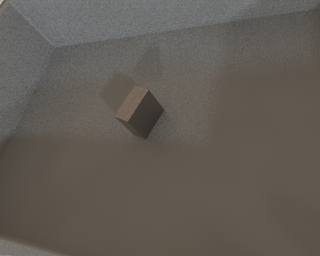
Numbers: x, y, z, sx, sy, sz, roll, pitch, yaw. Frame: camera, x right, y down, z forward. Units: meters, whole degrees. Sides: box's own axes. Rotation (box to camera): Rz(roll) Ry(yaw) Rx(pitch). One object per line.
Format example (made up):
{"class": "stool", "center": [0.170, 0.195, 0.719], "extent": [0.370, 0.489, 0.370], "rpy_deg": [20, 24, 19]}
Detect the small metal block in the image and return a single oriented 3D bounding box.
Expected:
{"class": "small metal block", "center": [-0.026, -0.020, 0.414], "extent": [0.025, 0.050, 0.050], "rpy_deg": [21, 73, 35]}
